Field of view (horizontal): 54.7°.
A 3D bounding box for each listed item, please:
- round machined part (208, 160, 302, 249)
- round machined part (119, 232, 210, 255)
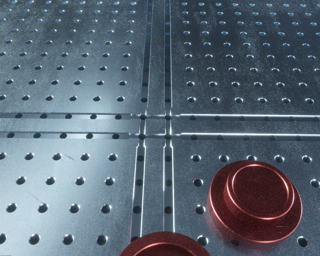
[{"bbox_3d":[0.103,0.075,0.335,0.099,0.042,0.098,0,50,0],"label":"round machined part"},{"bbox_3d":[0.004,0.147,0.273,0.099,0.042,0.098,0,50,0],"label":"round machined part"}]
